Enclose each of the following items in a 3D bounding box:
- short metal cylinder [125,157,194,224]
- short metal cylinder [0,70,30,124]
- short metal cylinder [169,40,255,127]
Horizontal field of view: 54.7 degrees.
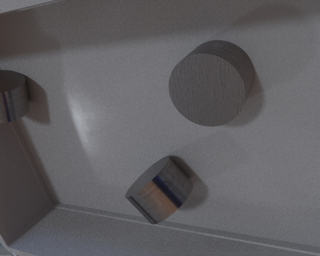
[{"bbox_3d":[-0.001,0.084,0.426,0.050,0.080,0.080,48,129,-6],"label":"short metal cylinder"},{"bbox_3d":[-0.245,-0.049,0.472,0.080,0.080,0.050,18,126,18],"label":"short metal cylinder"},{"bbox_3d":[0.056,-0.048,0.333,0.080,0.050,0.079,13,124,21],"label":"short metal cylinder"}]
